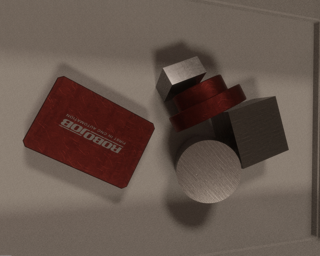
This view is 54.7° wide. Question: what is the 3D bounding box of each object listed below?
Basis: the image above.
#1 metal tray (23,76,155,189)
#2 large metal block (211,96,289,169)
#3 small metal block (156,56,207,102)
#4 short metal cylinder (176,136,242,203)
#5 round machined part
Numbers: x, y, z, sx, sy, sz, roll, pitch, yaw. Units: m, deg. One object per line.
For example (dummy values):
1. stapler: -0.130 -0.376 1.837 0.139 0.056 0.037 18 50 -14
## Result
1. metal tray: -0.083 0.007 0.378 0.131 0.030 0.090 28 81 -18
2. large metal block: 0.128 0.005 0.446 0.081 0.050 0.080 -18 96 -20
3. small metal block: 0.026 -0.063 0.405 0.050 0.050 0.025 -23 76 -19
4. short metal cylinder: 0.061 0.052 0.408 0.081 0.050 0.079 0 95 0
5. round machined part: 0.055 -0.034 0.394 0.099 0.098 0.042 -26 90 -18
